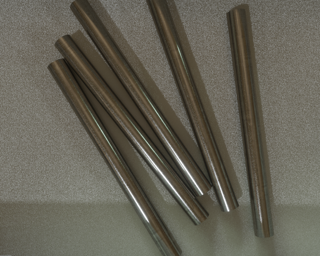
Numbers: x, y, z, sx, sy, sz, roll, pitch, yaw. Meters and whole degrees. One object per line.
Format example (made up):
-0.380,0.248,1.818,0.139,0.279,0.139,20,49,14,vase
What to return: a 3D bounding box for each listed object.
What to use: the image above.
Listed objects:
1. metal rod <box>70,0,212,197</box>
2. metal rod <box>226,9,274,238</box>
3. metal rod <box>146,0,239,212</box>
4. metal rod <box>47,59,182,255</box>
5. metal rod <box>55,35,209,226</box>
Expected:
-0.025,-0.040,0.411,0.025,0.025,0.299,-34,90,0,metal rod
0.120,-0.006,0.413,0.025,0.025,0.298,-7,90,0,metal rod
0.043,-0.034,0.411,0.025,0.025,0.298,-20,90,0,metal rod
-0.059,0.043,0.410,0.025,0.025,0.299,-31,90,0,metal rod
-0.037,0.003,0.410,0.025,0.025,0.300,-38,91,0,metal rod
